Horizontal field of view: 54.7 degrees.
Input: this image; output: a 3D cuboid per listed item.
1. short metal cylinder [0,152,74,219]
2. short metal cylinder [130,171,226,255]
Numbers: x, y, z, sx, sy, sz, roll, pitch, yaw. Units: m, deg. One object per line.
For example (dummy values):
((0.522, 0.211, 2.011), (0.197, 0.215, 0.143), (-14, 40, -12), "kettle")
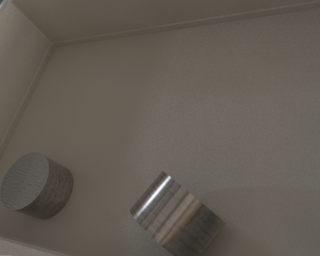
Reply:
((-0.168, 0.080, 0.427), (0.080, 0.050, 0.080), (-13, 56, 20), "short metal cylinder")
((0.017, 0.087, 0.307), (0.080, 0.080, 0.050), (35, 82, 38), "short metal cylinder")
